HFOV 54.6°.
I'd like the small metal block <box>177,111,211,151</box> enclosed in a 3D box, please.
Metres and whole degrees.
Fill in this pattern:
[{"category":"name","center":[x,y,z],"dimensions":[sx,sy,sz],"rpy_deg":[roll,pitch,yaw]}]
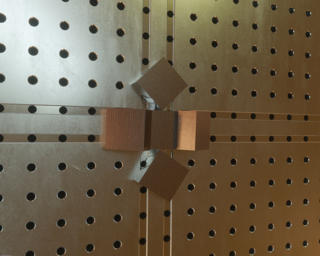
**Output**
[{"category":"small metal block","center":[0.046,0.004,0.415],"dimensions":[0.050,0.025,0.050],"rpy_deg":[4,88,-60]}]

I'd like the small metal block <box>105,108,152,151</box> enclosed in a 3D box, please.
[{"category":"small metal block","center":[-0.039,0.002,0.385],"dimensions":[0.050,0.025,0.050],"rpy_deg":[2,90,16]}]

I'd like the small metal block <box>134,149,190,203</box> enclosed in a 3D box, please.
[{"category":"small metal block","center":[0.002,0.062,0.413],"dimensions":[0.050,0.025,0.050],"rpy_deg":[36,79,-15]}]

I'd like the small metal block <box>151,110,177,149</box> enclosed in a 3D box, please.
[{"category":"small metal block","center":[0.001,0.002,0.412],"dimensions":[0.050,0.025,0.050],"rpy_deg":[1,89,-20]}]

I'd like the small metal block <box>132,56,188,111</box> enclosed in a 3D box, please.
[{"category":"small metal block","center":[0.000,-0.057,0.412],"dimensions":[0.050,0.025,0.050],"rpy_deg":[-46,104,-15]}]
